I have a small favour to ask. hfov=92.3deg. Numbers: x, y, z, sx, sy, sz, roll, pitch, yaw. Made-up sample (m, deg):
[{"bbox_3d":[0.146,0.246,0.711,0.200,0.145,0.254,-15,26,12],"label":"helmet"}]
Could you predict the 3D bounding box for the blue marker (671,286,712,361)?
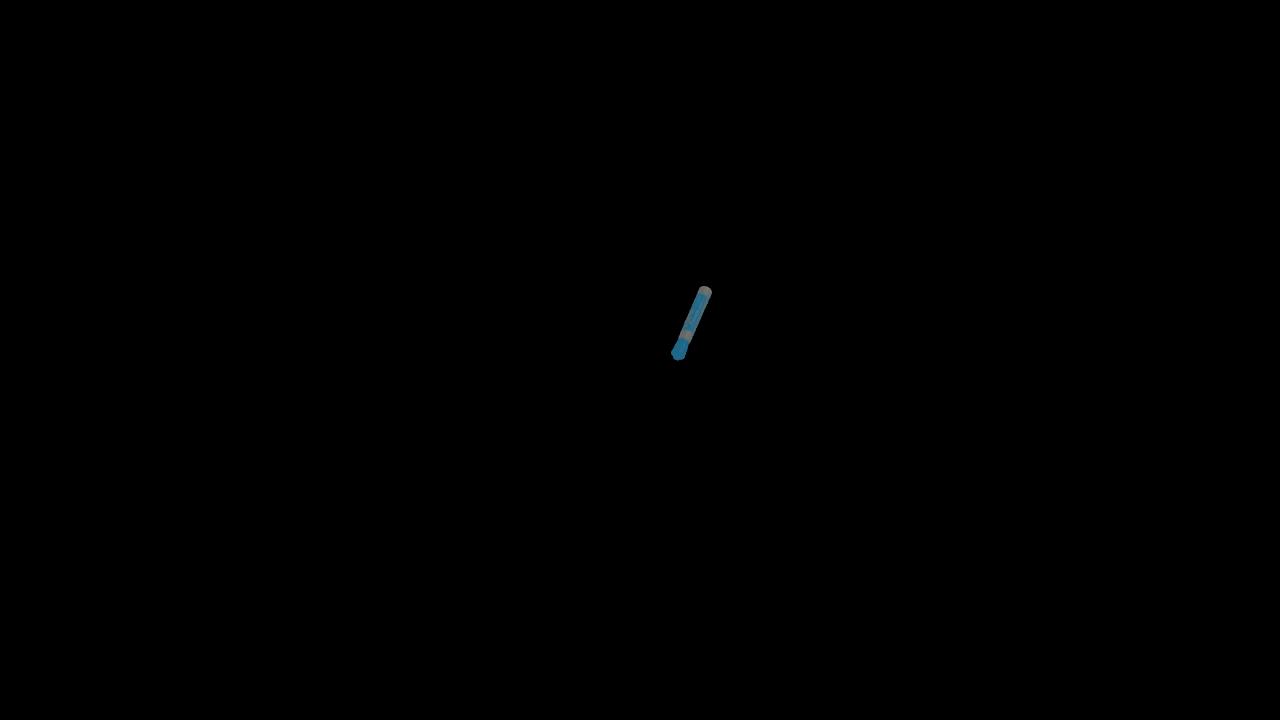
[{"bbox_3d":[0.068,-0.049,0.814,0.020,0.121,0.020,18,-31,12],"label":"blue marker"}]
